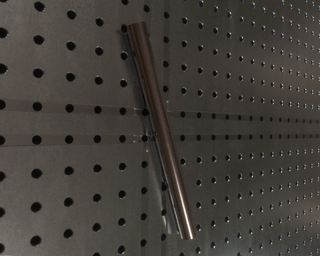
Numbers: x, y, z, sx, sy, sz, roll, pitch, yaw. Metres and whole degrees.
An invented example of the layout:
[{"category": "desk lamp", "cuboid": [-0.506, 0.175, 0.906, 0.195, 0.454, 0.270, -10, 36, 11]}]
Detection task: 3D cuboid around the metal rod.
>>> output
[{"category": "metal rod", "cuboid": [0.006, 0.012, 0.416, 0.025, 0.025, 0.298, -24, 105, -38]}]
